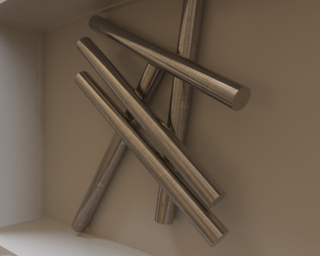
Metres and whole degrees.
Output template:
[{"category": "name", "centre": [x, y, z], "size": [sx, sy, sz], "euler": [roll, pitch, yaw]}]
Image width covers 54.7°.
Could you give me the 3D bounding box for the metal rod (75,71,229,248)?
[{"category": "metal rod", "centre": [-0.027, 0.020, 0.393], "size": [0.300, 0.025, 0.025], "euler": [47, 118, 29]}]

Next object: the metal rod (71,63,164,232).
[{"category": "metal rod", "centre": [-0.070, 0.041, 0.461], "size": [0.025, 0.025, 0.298], "euler": [42, 115, 32]}]

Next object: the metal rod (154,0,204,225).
[{"category": "metal rod", "centre": [0.024, -0.027, 0.384], "size": [0.025, 0.025, 0.298], "euler": [12, 98, 39]}]

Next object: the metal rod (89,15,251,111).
[{"category": "metal rod", "centre": [-0.012, -0.096, 0.388], "size": [0.300, 0.025, 0.025], "euler": [38, 113, 42]}]

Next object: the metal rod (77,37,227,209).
[{"category": "metal rod", "centre": [-0.027, -0.025, 0.392], "size": [0.300, 0.025, 0.025], "euler": [49, 119, 28]}]
